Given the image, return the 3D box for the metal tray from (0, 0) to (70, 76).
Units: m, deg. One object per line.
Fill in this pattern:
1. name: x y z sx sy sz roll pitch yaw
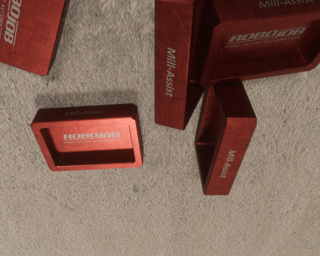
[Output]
1. metal tray: -0.138 -0.122 0.298 0.091 0.030 0.129 19 128 -16

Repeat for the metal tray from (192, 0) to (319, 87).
1. metal tray: 0.102 -0.085 0.295 0.131 0.030 0.090 -9 155 -7

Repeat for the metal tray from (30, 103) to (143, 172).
1. metal tray: -0.092 0.015 0.414 0.131 0.030 0.089 -3 130 2

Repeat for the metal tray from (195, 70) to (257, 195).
1. metal tray: 0.070 0.008 0.364 0.030 0.090 0.129 0 135 -5

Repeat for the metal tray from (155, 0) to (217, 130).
1. metal tray: 0.025 -0.074 0.298 0.030 0.090 0.129 15 132 15
